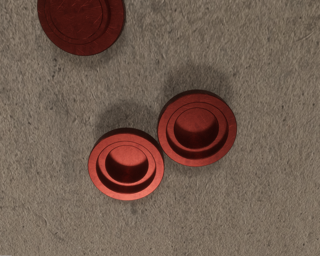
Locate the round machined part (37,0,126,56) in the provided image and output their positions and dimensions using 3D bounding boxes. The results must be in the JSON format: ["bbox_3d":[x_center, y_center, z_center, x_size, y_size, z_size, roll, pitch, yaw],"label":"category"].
[{"bbox_3d":[-0.090,-0.131,0.351,0.099,0.042,0.097,0,110,-1],"label":"round machined part"}]

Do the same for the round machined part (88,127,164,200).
[{"bbox_3d":[-0.044,0.045,0.417,0.099,0.042,0.097,0,110,-1],"label":"round machined part"}]

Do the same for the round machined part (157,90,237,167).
[{"bbox_3d":[0.046,-0.002,0.401,0.099,0.042,0.097,0,110,-1],"label":"round machined part"}]
